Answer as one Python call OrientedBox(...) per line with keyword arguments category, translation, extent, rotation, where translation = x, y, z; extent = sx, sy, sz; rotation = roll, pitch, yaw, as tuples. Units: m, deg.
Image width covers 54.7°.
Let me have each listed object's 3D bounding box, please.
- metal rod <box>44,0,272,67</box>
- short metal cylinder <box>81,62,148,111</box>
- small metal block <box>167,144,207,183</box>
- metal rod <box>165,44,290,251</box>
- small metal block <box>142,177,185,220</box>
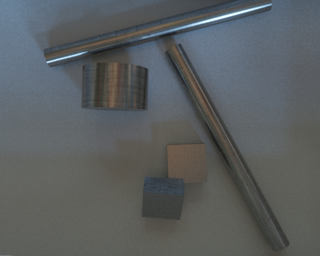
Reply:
OrientedBox(category="metal rod", translation=(-0.002, -0.131, 0.411), extent=(0.302, 0.025, 0.025), rotation=(-15, 90, -1))
OrientedBox(category="short metal cylinder", translation=(-0.055, -0.048, 0.383), extent=(0.081, 0.080, 0.050), rotation=(2, 90, -1))
OrientedBox(category="small metal block", translation=(0.035, 0.046, 0.412), extent=(0.050, 0.025, 0.050), rotation=(-2, 90, -1))
OrientedBox(category="metal rod", translation=(0.089, 0.026, 0.412), extent=(0.025, 0.025, 0.299), rotation=(-29, 90, 0))
OrientedBox(category="small metal block", translation=(0.004, 0.091, 0.399), extent=(0.050, 0.025, 0.050), rotation=(5, 128, -1))
